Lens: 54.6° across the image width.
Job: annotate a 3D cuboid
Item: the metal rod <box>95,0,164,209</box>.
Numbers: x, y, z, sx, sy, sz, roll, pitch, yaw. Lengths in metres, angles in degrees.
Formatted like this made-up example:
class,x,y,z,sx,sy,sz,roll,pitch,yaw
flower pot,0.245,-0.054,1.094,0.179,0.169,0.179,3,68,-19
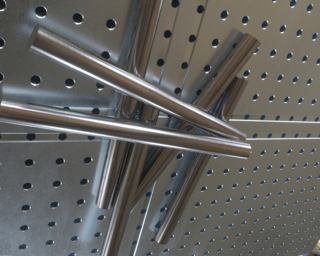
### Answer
class,x,y,z,sx,sy,sz,roll,pitch,yaw
metal rod,-0.040,-0.026,0.372,0.025,0.025,0.298,2,118,-29

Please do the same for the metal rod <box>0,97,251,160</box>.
class,x,y,z,sx,sy,sz,roll,pitch,yaw
metal rod,-0.021,0.006,0.365,0.302,0.025,0.025,10,114,-23

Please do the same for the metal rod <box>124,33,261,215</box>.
class,x,y,z,sx,sy,sz,roll,pitch,yaw
metal rod,0.033,0.002,0.429,0.025,0.025,0.299,29,102,-38

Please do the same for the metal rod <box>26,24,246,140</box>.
class,x,y,z,sx,sy,sz,roll,pitch,yaw
metal rod,0.002,-0.032,0.357,0.302,0.025,0.025,23,106,-36

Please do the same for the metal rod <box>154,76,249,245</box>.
class,x,y,z,sx,sy,sz,roll,pitch,yaw
metal rod,0.057,0.060,0.477,0.025,0.025,0.298,10,114,-33

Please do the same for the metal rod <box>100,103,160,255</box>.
class,x,y,z,sx,sy,sz,roll,pitch,yaw
metal rod,-0.047,0.094,0.420,0.025,0.025,0.298,7,108,-31
